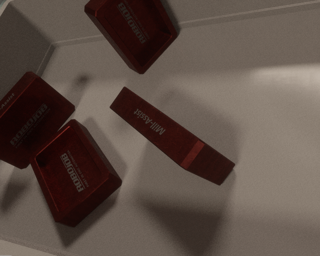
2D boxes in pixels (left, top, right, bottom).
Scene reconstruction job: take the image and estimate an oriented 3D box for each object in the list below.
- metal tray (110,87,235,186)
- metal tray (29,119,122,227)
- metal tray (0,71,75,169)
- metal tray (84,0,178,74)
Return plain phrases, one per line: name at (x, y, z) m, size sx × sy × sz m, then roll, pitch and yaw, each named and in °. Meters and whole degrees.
metal tray at (0.013, 0.008, 0.348) m, size 0.130 × 0.090 × 0.030 m, roll 37°, pitch 94°, yaw 38°
metal tray at (-0.121, 0.057, 0.428) m, size 0.090 × 0.030 × 0.130 m, roll -42°, pitch 51°, yaw -1°
metal tray at (-0.205, -0.010, 0.474) m, size 0.030 × 0.090 × 0.130 m, roll 31°, pitch 78°, yaw 37°
metal tray at (-0.036, -0.152, 0.448) m, size 0.090 × 0.130 × 0.030 m, roll -49°, pitch 52°, yaw -6°
